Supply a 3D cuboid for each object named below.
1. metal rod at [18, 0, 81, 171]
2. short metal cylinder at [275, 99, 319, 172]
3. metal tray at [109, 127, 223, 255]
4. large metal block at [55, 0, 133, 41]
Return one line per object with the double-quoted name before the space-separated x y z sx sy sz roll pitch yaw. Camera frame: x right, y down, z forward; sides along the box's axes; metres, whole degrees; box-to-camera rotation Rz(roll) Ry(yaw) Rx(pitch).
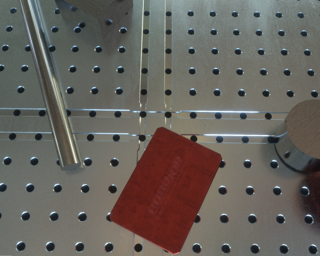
"metal rod" -0.163 -0.083 0.440 0.025 0.025 0.299 -18 71 -7
"short metal cylinder" 0.194 0.011 0.393 0.080 0.050 0.080 -1 65 3
"metal tray" 0.009 0.074 0.382 0.090 0.030 0.130 26 72 8
"large metal block" -0.098 -0.194 0.468 0.080 0.050 0.080 31 73 10
